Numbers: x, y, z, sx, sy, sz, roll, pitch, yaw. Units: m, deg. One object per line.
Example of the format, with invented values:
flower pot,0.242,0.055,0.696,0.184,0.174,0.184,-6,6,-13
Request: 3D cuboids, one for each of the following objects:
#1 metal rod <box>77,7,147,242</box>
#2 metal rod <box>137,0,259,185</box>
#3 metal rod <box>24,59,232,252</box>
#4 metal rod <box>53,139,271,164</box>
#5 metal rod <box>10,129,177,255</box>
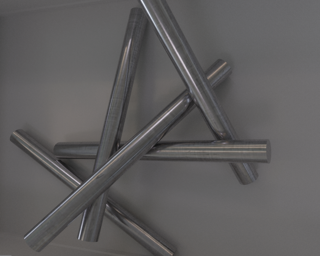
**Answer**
metal rod,-0.056,-0.013,0.393,0.025,0.025,0.299,7,78,20
metal rod,0.032,-0.063,0.335,0.025,0.025,0.299,-26,106,18
metal rod,-0.029,0.025,0.360,0.301,0.025,0.025,-43,76,-9
metal rod,-0.020,0.029,0.389,0.300,0.025,0.025,-2,89,30
metal rod,-0.105,0.090,0.447,0.300,0.025,0.025,33,101,17
